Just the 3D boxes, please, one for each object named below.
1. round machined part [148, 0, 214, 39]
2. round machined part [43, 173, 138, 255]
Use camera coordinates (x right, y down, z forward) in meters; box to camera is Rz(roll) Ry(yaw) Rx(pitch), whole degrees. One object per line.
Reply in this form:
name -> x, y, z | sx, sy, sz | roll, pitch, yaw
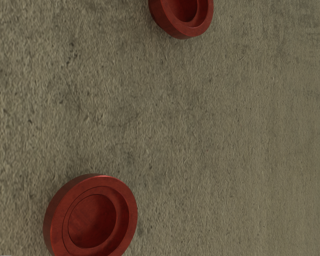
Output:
round machined part -> 0.023, -0.167, 0.413 | 0.099, 0.042, 0.097 | 0, 90, -40
round machined part -> -0.076, 0.097, 0.330 | 0.099, 0.042, 0.097 | 0, 90, -40
